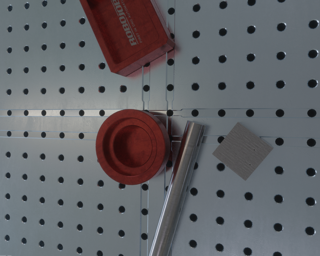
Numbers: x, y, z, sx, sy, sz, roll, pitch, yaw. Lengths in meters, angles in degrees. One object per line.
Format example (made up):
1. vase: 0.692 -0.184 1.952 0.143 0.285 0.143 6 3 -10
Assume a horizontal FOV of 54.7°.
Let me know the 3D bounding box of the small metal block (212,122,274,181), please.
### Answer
1. small metal block: 0.101 0.027 0.377 0.050 0.025 0.050 40 102 15

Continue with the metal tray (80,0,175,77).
1. metal tray: -0.047 -0.149 0.426 0.090 0.030 0.130 -27 81 18

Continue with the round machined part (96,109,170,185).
1. round machined part: -0.033 0.024 0.415 0.098 0.042 0.097 0 90 19

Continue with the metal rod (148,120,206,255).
1. metal rod: 0.007 0.136 0.410 0.025 0.025 0.298 18 96 19
